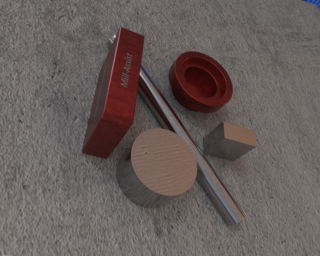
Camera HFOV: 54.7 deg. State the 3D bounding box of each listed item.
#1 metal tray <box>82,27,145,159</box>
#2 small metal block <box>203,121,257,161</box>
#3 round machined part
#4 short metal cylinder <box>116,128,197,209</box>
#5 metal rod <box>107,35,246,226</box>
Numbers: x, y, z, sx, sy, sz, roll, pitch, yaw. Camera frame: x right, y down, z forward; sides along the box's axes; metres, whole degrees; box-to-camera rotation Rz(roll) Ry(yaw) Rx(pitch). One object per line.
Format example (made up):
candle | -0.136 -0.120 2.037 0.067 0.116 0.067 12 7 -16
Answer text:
metal tray | -0.054 -0.041 0.360 0.030 0.090 0.130 17 55 -19
small metal block | 0.095 0.020 0.427 0.050 0.050 0.025 15 56 -20
round machined part | 0.056 -0.064 0.465 0.099 0.042 0.098 14 56 -21
short metal cylinder | -0.005 0.047 0.359 0.081 0.050 0.080 14 56 -21
metal rod | 0.016 -0.005 0.420 0.025 0.025 0.299 -25 75 -37
